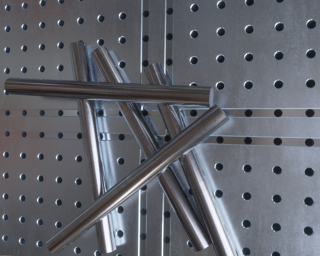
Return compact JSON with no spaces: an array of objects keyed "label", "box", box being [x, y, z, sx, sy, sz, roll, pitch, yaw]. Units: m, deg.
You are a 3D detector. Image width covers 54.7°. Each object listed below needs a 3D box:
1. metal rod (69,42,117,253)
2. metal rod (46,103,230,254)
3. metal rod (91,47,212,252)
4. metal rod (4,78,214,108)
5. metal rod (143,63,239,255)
[{"label":"metal rod","box":[-0.097,0.025,0.445,0.025,0.025,0.298,-10,87,19]},{"label":"metal rod","box":[-0.039,0.073,0.398,0.300,0.025,0.025,-40,78,15]},{"label":"metal rod","box":[-0.016,0.021,0.417,0.025,0.025,0.299,-32,80,17]},{"label":"metal rod","box":[-0.081,-0.049,0.413,0.301,0.025,0.025,5,92,19]},{"label":"metal rod","box":[0.044,0.056,0.396,0.025,0.025,0.299,-24,82,18]}]
